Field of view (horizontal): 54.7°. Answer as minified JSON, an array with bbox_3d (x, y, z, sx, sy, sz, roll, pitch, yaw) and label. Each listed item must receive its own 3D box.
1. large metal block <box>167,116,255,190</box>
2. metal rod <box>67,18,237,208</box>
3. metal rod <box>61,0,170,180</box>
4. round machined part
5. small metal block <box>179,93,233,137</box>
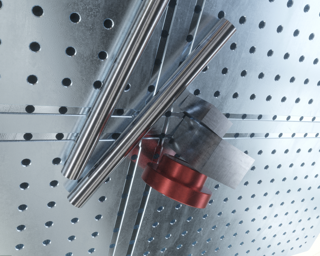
[{"bbox_3d":[0.070,0.034,0.434,0.080,0.080,0.050,30,95,-38],"label":"large metal block"},{"bbox_3d":[-0.014,-0.015,0.395,0.299,0.025,0.025,-49,129,6],"label":"metal rod"},{"bbox_3d":[-0.041,-0.068,0.347,0.025,0.025,0.298,18,109,-36],"label":"metal rod"},{"bbox_3d":[0.027,0.068,0.425,0.099,0.098,0.042,23,92,-37],"label":"round machined part"},{"bbox_3d":[0.062,-0.017,0.419,0.050,0.050,0.025,36,91,-39],"label":"small metal block"}]
